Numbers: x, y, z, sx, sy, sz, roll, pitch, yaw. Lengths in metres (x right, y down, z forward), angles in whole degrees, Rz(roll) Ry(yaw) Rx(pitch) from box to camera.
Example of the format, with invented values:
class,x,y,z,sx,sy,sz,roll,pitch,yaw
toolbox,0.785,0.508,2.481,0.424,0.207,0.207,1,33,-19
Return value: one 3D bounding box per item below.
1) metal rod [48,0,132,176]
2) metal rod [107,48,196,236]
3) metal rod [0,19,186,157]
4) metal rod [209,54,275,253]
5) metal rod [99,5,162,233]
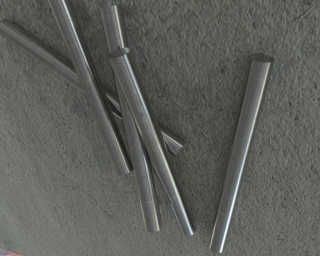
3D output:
class,x,y,z,sx,sy,sz,roll,pitch,yaw
metal rod,-0.094,-0.079,0.383,0.025,0.025,0.298,-10,106,32
metal rod,0.001,0.040,0.400,0.025,0.025,0.299,0,128,28
metal rod,-0.096,-0.057,0.422,0.301,0.025,0.025,35,129,5
metal rod,0.094,0.055,0.390,0.025,0.025,0.298,16,125,19
metal rod,-0.032,0.004,0.392,0.025,0.025,0.298,2,113,27
